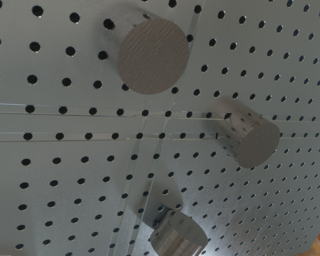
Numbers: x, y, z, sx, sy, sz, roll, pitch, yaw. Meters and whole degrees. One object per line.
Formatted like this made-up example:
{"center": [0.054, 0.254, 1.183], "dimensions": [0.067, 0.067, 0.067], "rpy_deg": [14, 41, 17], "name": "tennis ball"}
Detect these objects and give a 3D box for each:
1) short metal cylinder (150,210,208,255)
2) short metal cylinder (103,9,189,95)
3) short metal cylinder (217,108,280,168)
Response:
{"center": [0.031, 0.181, 0.507], "dimensions": [0.080, 0.080, 0.050], "rpy_deg": [25, 105, -37], "name": "short metal cylinder"}
{"center": [-0.016, -0.083, 0.336], "dimensions": [0.081, 0.050, 0.079], "rpy_deg": [-14, 125, -21], "name": "short metal cylinder"}
{"center": [0.138, 0.016, 0.483], "dimensions": [0.081, 0.050, 0.079], "rpy_deg": [-14, 125, -21], "name": "short metal cylinder"}
